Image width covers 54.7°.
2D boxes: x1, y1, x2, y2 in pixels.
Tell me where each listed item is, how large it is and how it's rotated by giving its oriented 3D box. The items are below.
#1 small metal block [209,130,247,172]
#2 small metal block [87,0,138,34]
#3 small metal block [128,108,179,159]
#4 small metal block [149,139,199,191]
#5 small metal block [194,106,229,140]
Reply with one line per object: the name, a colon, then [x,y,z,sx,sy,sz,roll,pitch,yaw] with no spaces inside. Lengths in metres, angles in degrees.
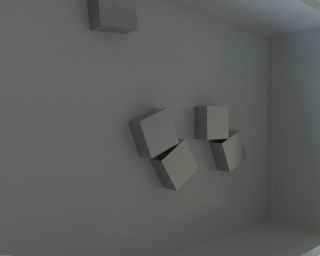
small metal block: [0.112,0.036,0.503,0.050,0.025,0.050,-29,108,-36]
small metal block: [-0.056,-0.140,0.361,0.050,0.025,0.050,-9,96,-40]
small metal block: [-0.008,0.006,0.402,0.050,0.025,0.050,-28,108,-37]
small metal block: [0.020,0.049,0.426,0.050,0.025,0.050,-40,115,-33]
small metal block: [0.080,-0.008,0.476,0.050,0.025,0.050,-1,91,-40]
